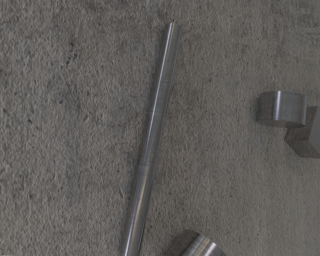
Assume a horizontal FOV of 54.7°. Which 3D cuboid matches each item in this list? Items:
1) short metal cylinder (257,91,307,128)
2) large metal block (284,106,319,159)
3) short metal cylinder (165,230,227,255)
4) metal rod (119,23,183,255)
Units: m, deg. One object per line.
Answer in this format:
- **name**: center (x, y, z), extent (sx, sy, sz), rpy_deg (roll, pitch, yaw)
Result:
- **short metal cylinder**: center (0.216, -0.031, 0.550), extent (0.081, 0.080, 0.050), rpy_deg (13, 82, -39)
- **large metal block**: center (0.312, 0.010, 0.650), extent (0.080, 0.050, 0.080), rpy_deg (38, 67, -34)
- **short metal cylinder**: center (0.047, 0.182, 0.409), extent (0.050, 0.080, 0.080), rpy_deg (-44, 117, -31)
- **metal rod**: center (-0.009, 0.009, 0.396), extent (0.025, 0.025, 0.299), rpy_deg (18, 79, -39)
